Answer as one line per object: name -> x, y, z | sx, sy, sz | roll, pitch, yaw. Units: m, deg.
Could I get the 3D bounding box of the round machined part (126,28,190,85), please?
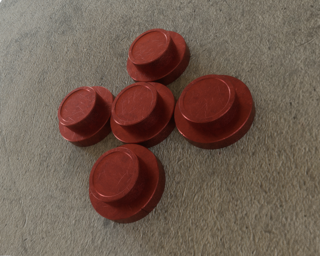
round machined part -> -0.008, -0.110, 0.465 | 0.098, 0.042, 0.098 | -13, 56, 20

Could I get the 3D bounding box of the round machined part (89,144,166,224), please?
round machined part -> -0.046, 0.063, 0.378 | 0.098, 0.042, 0.098 | -13, 56, 20

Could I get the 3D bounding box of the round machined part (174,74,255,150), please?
round machined part -> 0.062, -0.026, 0.377 | 0.098, 0.042, 0.098 | -13, 56, 20

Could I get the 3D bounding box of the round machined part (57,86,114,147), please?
round machined part -> -0.113, -0.024, 0.466 | 0.098, 0.042, 0.098 | -13, 56, 20

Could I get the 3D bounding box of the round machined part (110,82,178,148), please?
round machined part -> -0.026, -0.024, 0.421 | 0.098, 0.042, 0.098 | -13, 56, 20
